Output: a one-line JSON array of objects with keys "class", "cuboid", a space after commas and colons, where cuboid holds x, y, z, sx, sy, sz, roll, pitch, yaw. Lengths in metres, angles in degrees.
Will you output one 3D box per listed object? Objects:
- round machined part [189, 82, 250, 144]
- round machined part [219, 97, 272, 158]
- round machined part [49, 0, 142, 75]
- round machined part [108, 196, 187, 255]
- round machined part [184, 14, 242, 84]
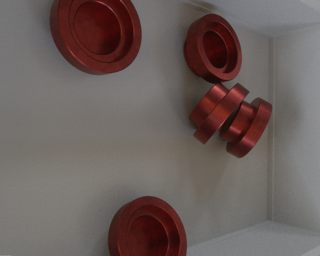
[{"class": "round machined part", "cuboid": [0.078, -0.027, 0.440, 0.042, 0.097, 0.098, 41, 59, 8]}, {"class": "round machined part", "cuboid": [0.128, -0.005, 0.482, 0.042, 0.098, 0.098, 29, 68, 1]}, {"class": "round machined part", "cuboid": [-0.072, -0.106, 0.337, 0.099, 0.042, 0.097, 0, 90, -40]}, {"class": "round machined part", "cuboid": [-0.019, 0.134, 0.367, 0.099, 0.042, 0.098, 22, 52, -31]}, {"class": "round machined part", "cuboid": [0.073, -0.112, 0.453, 0.099, 0.042, 0.097, 8, 77, -39]}]
